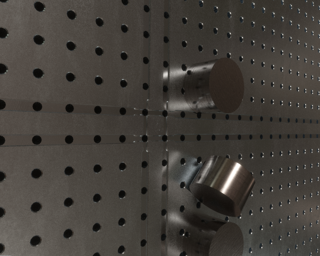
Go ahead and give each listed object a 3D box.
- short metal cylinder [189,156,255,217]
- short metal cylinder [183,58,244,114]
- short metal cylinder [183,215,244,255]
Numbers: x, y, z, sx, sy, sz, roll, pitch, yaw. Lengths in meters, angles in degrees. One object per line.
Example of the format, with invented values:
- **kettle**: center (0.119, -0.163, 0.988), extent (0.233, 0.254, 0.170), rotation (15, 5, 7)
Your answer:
- **short metal cylinder**: center (0.091, 0.085, 0.452), extent (0.080, 0.080, 0.050), rotation (51, 60, -28)
- **short metal cylinder**: center (0.081, -0.061, 0.463), extent (0.081, 0.050, 0.079), rotation (0, 91, -40)
- **short metal cylinder**: center (0.080, 0.176, 0.463), extent (0.081, 0.050, 0.079), rotation (0, 90, -40)
